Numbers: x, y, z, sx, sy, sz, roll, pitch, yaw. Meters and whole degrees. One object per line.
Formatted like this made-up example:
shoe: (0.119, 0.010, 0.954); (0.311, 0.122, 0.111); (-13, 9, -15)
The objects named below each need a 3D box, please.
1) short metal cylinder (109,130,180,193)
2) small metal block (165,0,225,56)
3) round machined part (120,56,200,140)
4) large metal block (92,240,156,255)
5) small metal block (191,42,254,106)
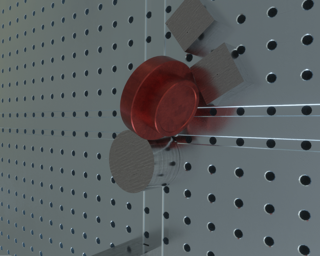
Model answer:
short metal cylinder: (-0.021, 0.042, 0.408); (0.080, 0.050, 0.079); (0, 90, 40)
small metal block: (0.041, -0.125, 0.374); (0.050, 0.025, 0.050); (-43, 64, 31)
round machined part: (0.007, -0.029, 0.354); (0.042, 0.099, 0.097); (33, 110, 38)
large metal block: (-0.051, 0.207, 0.413); (0.050, 0.081, 0.079); (-1, 90, 40)
small metal block: (0.069, -0.059, 0.351); (0.050, 0.025, 0.050); (-33, 70, 34)
